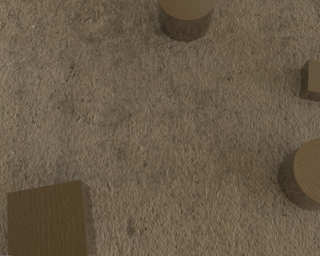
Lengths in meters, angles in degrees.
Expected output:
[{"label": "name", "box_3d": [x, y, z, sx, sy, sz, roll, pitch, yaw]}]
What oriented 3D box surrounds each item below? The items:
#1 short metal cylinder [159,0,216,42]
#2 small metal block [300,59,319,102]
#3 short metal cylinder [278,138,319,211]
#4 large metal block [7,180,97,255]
[{"label": "short metal cylinder", "box_3d": [0.038, -0.176, 0.460, 0.081, 0.050, 0.080, 0, 70, 0]}, {"label": "small metal block", "box_3d": [0.228, -0.065, 0.433, 0.050, 0.025, 0.050, 10, 70, 3]}, {"label": "short metal cylinder", "box_3d": [0.192, 0.057, 0.375, 0.081, 0.050, 0.080, 0, 70, 0]}, {"label": "large metal block", "box_3d": [-0.121, 0.110, 0.354, 0.081, 0.050, 0.080, -10, 70, -4]}]
